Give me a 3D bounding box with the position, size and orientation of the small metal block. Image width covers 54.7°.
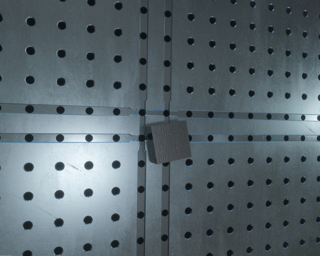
[{"bbox_3d":[0.011,0.018,0.418,0.050,0.025,0.050,-10,94,-20],"label":"small metal block"}]
